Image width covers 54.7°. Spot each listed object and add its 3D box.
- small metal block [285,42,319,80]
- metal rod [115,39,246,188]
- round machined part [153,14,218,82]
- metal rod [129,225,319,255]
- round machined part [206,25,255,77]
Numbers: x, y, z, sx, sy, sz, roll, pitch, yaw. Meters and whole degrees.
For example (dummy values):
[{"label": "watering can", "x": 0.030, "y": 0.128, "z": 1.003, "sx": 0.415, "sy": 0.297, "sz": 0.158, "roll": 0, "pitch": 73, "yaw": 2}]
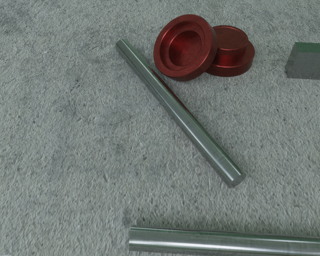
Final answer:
[{"label": "small metal block", "x": 0.227, "y": -0.102, "z": 0.475, "sx": 0.050, "sy": 0.050, "sz": 0.025, "roll": 3, "pitch": 50, "yaw": 3}, {"label": "metal rod", "x": 0.013, "y": -0.039, "z": 0.435, "sx": 0.025, "sy": 0.025, "sz": 0.300, "roll": -24, "pitch": 54, "yaw": -19}, {"label": "round machined part", "x": 0.042, "y": -0.117, "z": 0.469, "sx": 0.098, "sy": 0.042, "sz": 0.098, "roll": -8, "pitch": 75, "yaw": 32}, {"label": "metal rod", "x": 0.122, "y": 0.117, "z": 0.305, "sx": 0.302, "sy": 0.025, "sz": 0.025, "roll": 3, "pitch": 50, "yaw": 2}, {"label": "round machined part", "x": 0.105, "y": -0.131, "z": 0.503, "sx": 0.099, "sy": 0.042, "sz": 0.098, "roll": 0, "pitch": 50, "yaw": 0}]
